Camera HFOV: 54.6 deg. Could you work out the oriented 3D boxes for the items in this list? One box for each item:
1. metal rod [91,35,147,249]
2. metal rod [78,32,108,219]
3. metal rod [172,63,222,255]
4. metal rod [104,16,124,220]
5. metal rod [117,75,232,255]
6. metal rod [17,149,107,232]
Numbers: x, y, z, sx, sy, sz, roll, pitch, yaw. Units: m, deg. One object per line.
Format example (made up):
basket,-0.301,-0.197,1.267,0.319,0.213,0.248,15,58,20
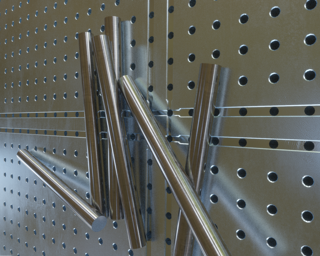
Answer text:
metal rod,-0.058,0.018,0.439,0.025,0.025,0.299,-12,89,39
metal rod,-0.108,-0.005,0.500,0.025,0.025,0.299,-9,84,40
metal rod,0.039,0.073,0.377,0.025,0.025,0.298,13,98,39
metal rod,-0.067,-0.016,0.466,0.025,0.025,0.298,-3,88,40
metal rod,0.010,0.042,0.373,0.025,0.025,0.299,-50,52,29
metal rod,-0.187,0.096,0.546,0.300,0.025,0.025,22,104,44
